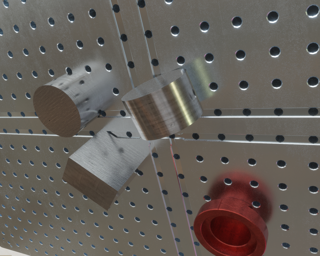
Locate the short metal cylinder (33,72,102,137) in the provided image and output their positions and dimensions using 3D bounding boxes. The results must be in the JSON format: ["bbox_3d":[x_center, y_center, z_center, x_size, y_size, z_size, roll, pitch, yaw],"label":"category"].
[{"bbox_3d":[-0.131,-0.033,0.444,0.080,0.050,0.079,13,124,21],"label":"short metal cylinder"}]

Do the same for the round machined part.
[{"bbox_3d":[0.100,0.136,0.432,0.098,0.042,0.097,13,124,21],"label":"round machined part"}]

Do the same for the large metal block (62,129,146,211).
[{"bbox_3d":[-0.081,0.059,0.455,0.080,0.080,0.050,33,129,6],"label":"large metal block"}]

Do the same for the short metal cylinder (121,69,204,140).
[{"bbox_3d":[0.003,-0.028,0.357,0.080,0.080,0.050,-13,112,33],"label":"short metal cylinder"}]
